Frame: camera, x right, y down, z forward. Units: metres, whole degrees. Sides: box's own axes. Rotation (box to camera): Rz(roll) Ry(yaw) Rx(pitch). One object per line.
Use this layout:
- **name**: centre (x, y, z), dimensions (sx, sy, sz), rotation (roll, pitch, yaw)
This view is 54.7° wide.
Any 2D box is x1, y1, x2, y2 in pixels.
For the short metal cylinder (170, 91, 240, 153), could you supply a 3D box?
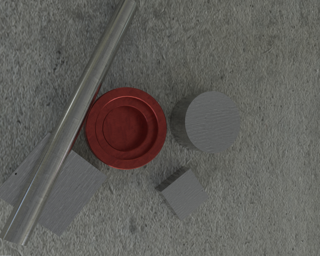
- **short metal cylinder**: centre (0.060, -0.008, 0.419), dimensions (0.081, 0.050, 0.079), rotation (0, 90, -21)

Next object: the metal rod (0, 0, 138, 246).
- **metal rod**: centre (-0.086, -0.028, 0.337), dimensions (0.025, 0.025, 0.300), rotation (28, 66, -18)

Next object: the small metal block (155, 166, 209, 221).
- **small metal block**: centre (0.030, 0.088, 0.422), dimensions (0.050, 0.025, 0.050), rotation (-37, 102, -17)

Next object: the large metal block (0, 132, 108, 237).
- **large metal block**: centre (-0.121, 0.060, 0.352), dimensions (0.080, 0.050, 0.080), rotation (41, 77, -16)

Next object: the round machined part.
- **round machined part**: centre (-0.045, 0.000, 0.384), dimensions (0.099, 0.042, 0.097), rotation (0, 90, -21)
